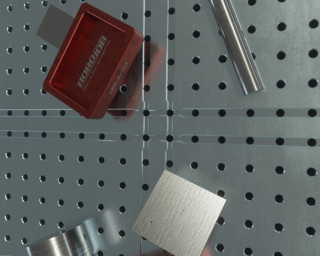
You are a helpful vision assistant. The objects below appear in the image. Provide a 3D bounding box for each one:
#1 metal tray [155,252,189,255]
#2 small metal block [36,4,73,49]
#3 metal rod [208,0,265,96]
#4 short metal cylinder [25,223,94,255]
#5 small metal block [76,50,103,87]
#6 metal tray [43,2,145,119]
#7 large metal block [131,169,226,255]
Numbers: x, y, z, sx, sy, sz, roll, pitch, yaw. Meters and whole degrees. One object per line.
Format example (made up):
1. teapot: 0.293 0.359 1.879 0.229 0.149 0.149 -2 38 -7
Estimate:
1. metal tray: 0.005 0.218 0.408 0.130 0.030 0.090 -26 82 18
2. small metal block: -0.150 -0.149 0.465 0.050 0.025 0.050 34 101 16
3. metal rod: 0.066 -0.183 0.389 0.025 0.025 0.299 -21 83 19
4. short metal cylinder: -0.139 0.173 0.432 0.080 0.080 0.050 -24 82 18
5. small metal block: -0.093 -0.084 0.445 0.050 0.025 0.050 -2 89 20
6. metal tray: -0.091 -0.088 0.415 0.090 0.030 0.129 33 100 17
7. large metal block: 0.025 0.109 0.374 0.080 0.050 0.080 24 70 18
